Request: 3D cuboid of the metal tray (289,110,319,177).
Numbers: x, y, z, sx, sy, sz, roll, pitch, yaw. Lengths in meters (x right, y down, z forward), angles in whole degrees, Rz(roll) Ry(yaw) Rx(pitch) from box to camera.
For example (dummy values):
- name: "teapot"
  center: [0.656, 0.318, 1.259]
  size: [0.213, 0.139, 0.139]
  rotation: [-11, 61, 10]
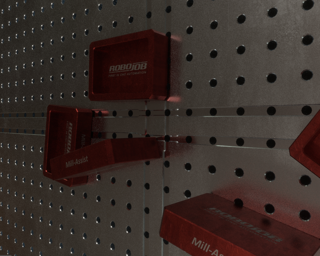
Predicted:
- name: "metal tray"
  center: [0.188, 0.025, 0.250]
  size: [0.130, 0.030, 0.089]
  rotation: [44, 116, 31]

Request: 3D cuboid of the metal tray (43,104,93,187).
- name: "metal tray"
  center: [-0.161, 0.027, 0.535]
  size: [0.090, 0.030, 0.129]
  rotation: [10, 96, 39]

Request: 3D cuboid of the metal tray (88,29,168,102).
- name: "metal tray"
  center: [-0.049, -0.084, 0.444]
  size: [0.130, 0.030, 0.089]
  rotation: [3, 92, 39]

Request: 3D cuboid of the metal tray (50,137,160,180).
- name: "metal tray"
  center: [-0.077, 0.043, 0.428]
  size: [0.130, 0.091, 0.030]
  rotation: [-19, 78, 38]

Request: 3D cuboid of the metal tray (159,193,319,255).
- name: "metal tray"
  center: [0.076, 0.107, 0.302]
  size: [0.130, 0.091, 0.030]
  rotation: [17, 101, 38]
